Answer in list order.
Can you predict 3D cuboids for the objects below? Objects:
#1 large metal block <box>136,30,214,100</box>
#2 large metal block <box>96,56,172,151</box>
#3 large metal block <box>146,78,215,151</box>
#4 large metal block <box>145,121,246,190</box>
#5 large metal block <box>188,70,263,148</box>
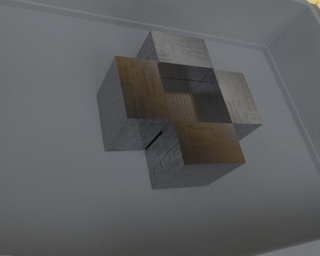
[{"bbox_3d":[0.013,-0.081,0.424,0.081,0.080,0.050,1,62,-28],"label":"large metal block"},{"bbox_3d":[-0.035,-0.026,0.366,0.050,0.080,0.080,1,62,-28],"label":"large metal block"},{"bbox_3d":[0.020,-0.017,0.407,0.081,0.050,0.080,1,62,-28],"label":"large metal block"},{"bbox_3d":[0.038,0.034,0.368,0.081,0.080,0.050,2,61,-27],"label":"large metal block"},{"bbox_3d":[0.083,-0.022,0.427,0.050,0.080,0.080,1,62,-28],"label":"large metal block"}]
